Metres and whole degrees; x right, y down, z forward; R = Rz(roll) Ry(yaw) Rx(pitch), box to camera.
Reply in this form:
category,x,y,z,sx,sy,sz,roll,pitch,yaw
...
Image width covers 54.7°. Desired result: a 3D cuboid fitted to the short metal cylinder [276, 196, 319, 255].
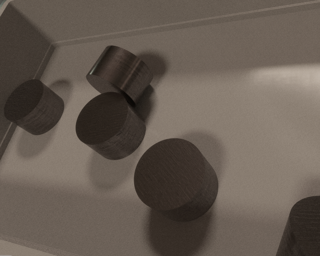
category,x,y,z,sx,sy,sz,roll,pitch,yaw
short metal cylinder,0.134,0.097,0.234,0.081,0.050,0.080,2,29,-1

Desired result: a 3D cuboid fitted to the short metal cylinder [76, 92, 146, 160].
category,x,y,z,sx,sy,sz,roll,pitch,yaw
short metal cylinder,-0.067,-0.002,0.425,0.080,0.050,0.080,-13,56,20

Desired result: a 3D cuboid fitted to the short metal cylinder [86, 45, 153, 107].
category,x,y,z,sx,sy,sz,roll,pitch,yaw
short metal cylinder,-0.057,-0.072,0.443,0.080,0.080,0.050,20,72,35

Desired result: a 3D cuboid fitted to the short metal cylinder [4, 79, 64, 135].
category,x,y,z,sx,sy,sz,roll,pitch,yaw
short metal cylinder,-0.210,-0.035,0.518,0.080,0.050,0.080,-13,56,20

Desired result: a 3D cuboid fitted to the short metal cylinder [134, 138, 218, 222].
category,x,y,z,sx,sy,sz,roll,pitch,yaw
short metal cylinder,0.019,0.058,0.343,0.080,0.050,0.080,-13,56,20
